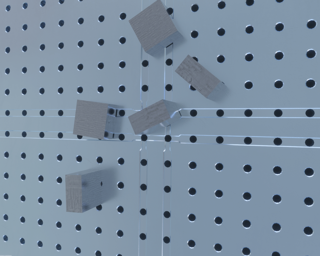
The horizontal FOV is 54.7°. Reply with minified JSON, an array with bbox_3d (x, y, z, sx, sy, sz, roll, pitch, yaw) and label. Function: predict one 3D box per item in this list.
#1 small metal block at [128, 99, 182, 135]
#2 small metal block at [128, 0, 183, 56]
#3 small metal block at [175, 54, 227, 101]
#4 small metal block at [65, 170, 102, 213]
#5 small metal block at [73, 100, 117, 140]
[{"bbox_3d":[-0.005,-0.013,0.400,0.050,0.050,0.025,-26,82,18],"label":"small metal block"},{"bbox_3d":[-0.006,-0.133,0.414,0.050,0.025,0.050,-30,81,17],"label":"small metal block"},{"bbox_3d":[0.051,-0.060,0.381,0.050,0.050,0.025,43,103,14],"label":"small metal block"},{"bbox_3d":[-0.106,0.087,0.435,0.025,0.050,0.050,-2,90,20],"label":"small metal block"},{"bbox_3d":[-0.093,-0.012,0.444,0.050,0.025,0.050,9,93,19],"label":"small metal block"}]
